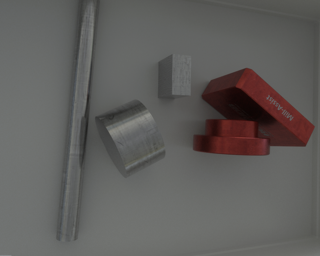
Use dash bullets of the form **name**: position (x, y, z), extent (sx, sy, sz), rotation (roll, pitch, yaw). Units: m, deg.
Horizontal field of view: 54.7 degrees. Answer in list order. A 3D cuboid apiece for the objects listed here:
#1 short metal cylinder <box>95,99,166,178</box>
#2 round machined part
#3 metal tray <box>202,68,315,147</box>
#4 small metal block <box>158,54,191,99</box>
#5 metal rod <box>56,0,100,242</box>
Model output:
- **short metal cylinder**: position (-0.036, 0.012, 0.369), extent (0.050, 0.080, 0.080), rotation (-26, 99, -18)
- **round machined part**: position (0.094, 0.011, 0.408), extent (0.099, 0.098, 0.042), rotation (3, 90, -20)
- **metal tray**: position (0.132, -0.022, 0.425), extent (0.130, 0.090, 0.030), rotation (36, 75, -17)
- **small metal block**: position (0.018, -0.066, 0.405), extent (0.025, 0.050, 0.050), rotation (1, 90, -20)
- **metal rod**: position (-0.098, -0.017, 0.374), extent (0.025, 0.025, 0.298), rotation (6, 88, -20)
